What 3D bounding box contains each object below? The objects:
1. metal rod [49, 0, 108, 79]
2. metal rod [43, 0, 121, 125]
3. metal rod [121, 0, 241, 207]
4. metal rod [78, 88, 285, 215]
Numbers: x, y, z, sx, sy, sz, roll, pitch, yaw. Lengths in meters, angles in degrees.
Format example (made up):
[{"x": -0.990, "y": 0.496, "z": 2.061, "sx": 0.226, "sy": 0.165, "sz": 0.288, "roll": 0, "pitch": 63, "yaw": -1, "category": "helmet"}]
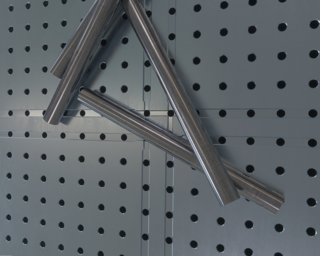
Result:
[{"x": -0.065, "y": -0.195, "z": 0.436, "sx": 0.025, "sy": 0.025, "sz": 0.299, "roll": 42, "pitch": 103, "yaw": 15, "category": "metal rod"}, {"x": -0.091, "y": -0.134, "z": 0.430, "sx": 0.025, "sy": 0.025, "sz": 0.299, "roll": 37, "pitch": 107, "yaw": 16, "category": "metal rod"}, {"x": 0.019, "y": -0.047, "z": 0.390, "sx": 0.025, "sy": 0.025, "sz": 0.299, "roll": -30, "pitch": 74, "yaw": 17, "category": "metal rod"}, {"x": 0.015, "y": 0.022, "z": 0.407, "sx": 0.300, "sy": 0.025, "sz": 0.025, "roll": 29, "pitch": 100, "yaw": 17, "category": "metal rod"}]
